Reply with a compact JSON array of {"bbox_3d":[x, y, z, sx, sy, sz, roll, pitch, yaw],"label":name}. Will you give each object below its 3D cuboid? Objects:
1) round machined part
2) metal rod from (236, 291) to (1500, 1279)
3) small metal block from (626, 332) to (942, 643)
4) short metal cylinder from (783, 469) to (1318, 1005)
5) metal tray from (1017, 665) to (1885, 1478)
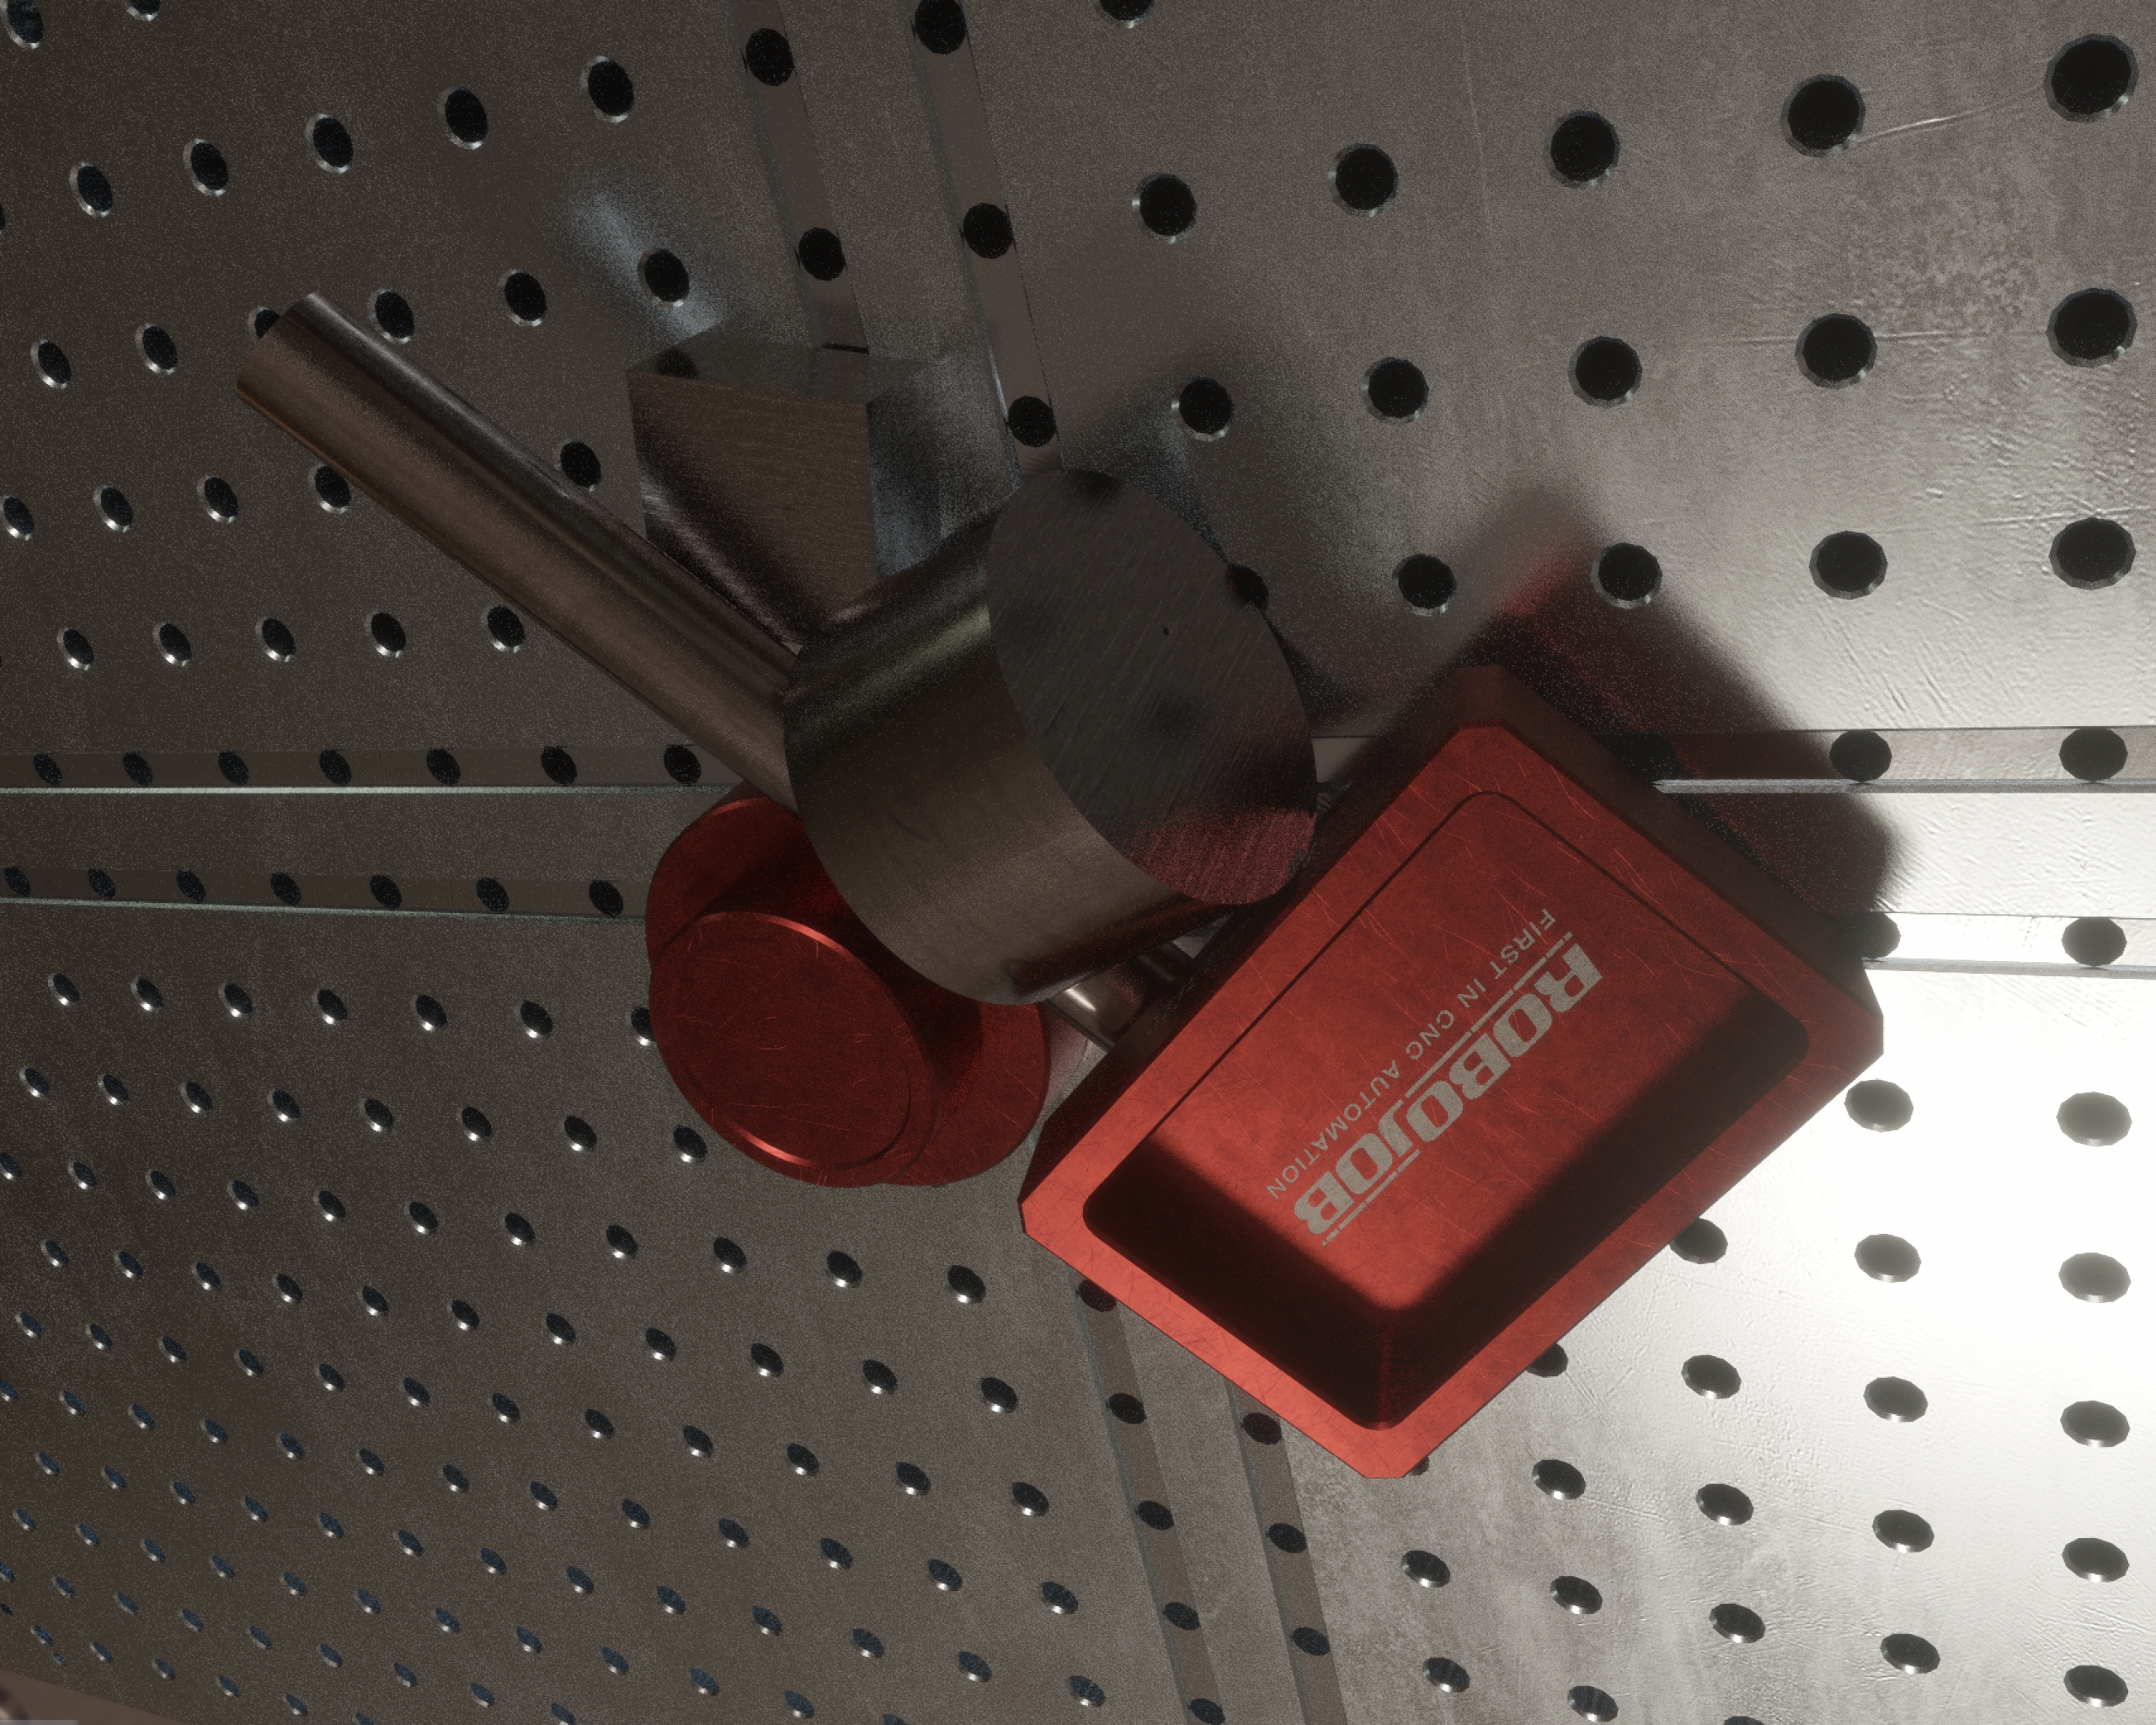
[{"bbox_3d":[-0.051,0.030,0.443,0.098,0.042,0.097,13,124,20],"label":"round machined part"},{"bbox_3d":[-0.026,-0.003,0.400,0.301,0.025,0.025,38,129,-8],"label":"metal rod"},{"bbox_3d":[-0.054,-0.070,0.395,0.050,0.025,0.050,12,124,21],"label":"small metal block"},{"bbox_3d":[-0.004,-0.021,0.363,0.050,0.080,0.080,-28,103,37],"label":"short metal cylinder"},{"bbox_3d":[0.063,0.041,0.372,0.090,0.030,0.129,37,114,-7],"label":"metal tray"}]
